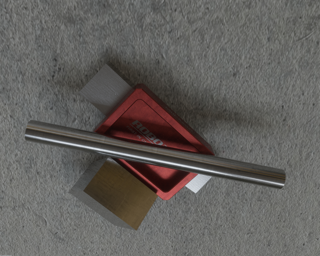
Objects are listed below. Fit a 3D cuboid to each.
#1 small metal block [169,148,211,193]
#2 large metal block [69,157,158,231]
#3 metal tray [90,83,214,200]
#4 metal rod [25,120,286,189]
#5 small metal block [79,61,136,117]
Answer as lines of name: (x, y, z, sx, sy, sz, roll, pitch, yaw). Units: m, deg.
small metal block: (0.046, 0.054, 0.431, 0.050, 0.025, 0.050, 37, 106, -13)
large metal block: (-0.063, 0.086, 0.403, 0.080, 0.080, 0.050, 41, 63, -14)
metal tray: (-0.008, 0.020, 0.388, 0.130, 0.030, 0.090, 42, 104, -14)
metal rod: (-0.001, 0.033, 0.364, 0.302, 0.025, 0.025, 11, 110, -5)
small metal block: (-0.064, -0.048, 0.392, 0.050, 0.025, 0.050, 43, 104, -15)
